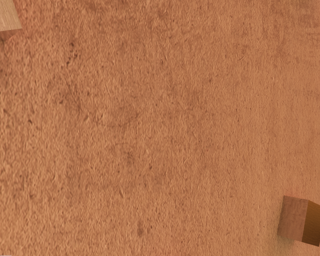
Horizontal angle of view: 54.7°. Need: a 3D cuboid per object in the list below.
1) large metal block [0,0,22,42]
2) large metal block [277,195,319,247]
[{"bbox_3d":[-0.171,-0.108,0.245,0.081,0.050,0.080,-25,106,-37],"label":"large metal block"},{"bbox_3d":[0.288,0.189,0.630,0.080,0.050,0.080,26,74,-37],"label":"large metal block"}]
